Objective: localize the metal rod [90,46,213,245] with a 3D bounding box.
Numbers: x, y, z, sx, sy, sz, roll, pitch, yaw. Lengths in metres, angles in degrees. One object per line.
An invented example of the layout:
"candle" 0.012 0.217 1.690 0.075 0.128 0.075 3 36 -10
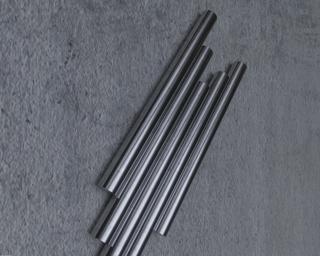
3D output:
"metal rod" 0.000 0.006 0.408 0.025 0.025 0.300 44 63 -32

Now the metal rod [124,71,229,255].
"metal rod" 0.029 0.039 0.433 0.025 0.025 0.300 44 64 -32

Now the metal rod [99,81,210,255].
"metal rod" -0.006 0.059 0.403 0.025 0.025 0.300 44 63 -32

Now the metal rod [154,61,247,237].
"metal rod" 0.065 0.017 0.463 0.025 0.025 0.300 44 64 -32

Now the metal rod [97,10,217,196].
"metal rod" 0.007 -0.049 0.414 0.025 0.025 0.300 44 64 -32
